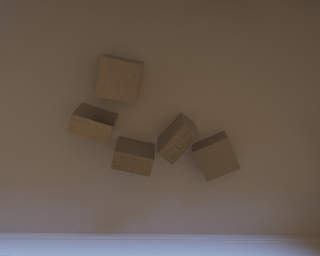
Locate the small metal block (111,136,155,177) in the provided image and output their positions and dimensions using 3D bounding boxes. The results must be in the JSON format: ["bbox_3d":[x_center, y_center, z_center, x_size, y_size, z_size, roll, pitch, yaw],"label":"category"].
[{"bbox_3d":[-0.035,0.037,0.411,0.050,0.050,0.025,13,110,-5],"label":"small metal block"}]

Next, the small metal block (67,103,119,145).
[{"bbox_3d":[-0.084,-0.007,0.395,0.050,0.050,0.025,17,109,-7],"label":"small metal block"}]

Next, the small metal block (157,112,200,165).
[{"bbox_3d":[0.022,0.013,0.403,0.025,0.050,0.050,39,105,-13],"label":"small metal block"}]

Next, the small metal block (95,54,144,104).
[{"bbox_3d":[-0.050,-0.061,0.388,0.050,0.025,0.050,11,110,-4],"label":"small metal block"}]

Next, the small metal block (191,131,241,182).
[{"bbox_3d":[0.077,0.039,0.426,0.050,0.025,0.050,-23,109,8],"label":"small metal block"}]
